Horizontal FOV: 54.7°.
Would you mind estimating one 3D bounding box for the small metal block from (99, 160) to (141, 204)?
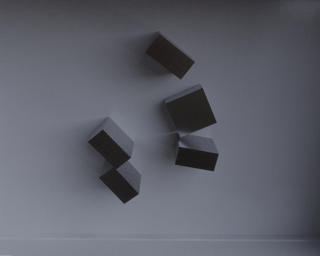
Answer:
[{"bbox_3d":[-0.053,0.066,0.422,0.025,0.050,0.050,-36,106,12],"label":"small metal block"}]

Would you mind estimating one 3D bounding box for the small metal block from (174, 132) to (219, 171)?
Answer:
[{"bbox_3d":[0.046,0.030,0.409,0.050,0.050,0.025,10,110,-4],"label":"small metal block"}]

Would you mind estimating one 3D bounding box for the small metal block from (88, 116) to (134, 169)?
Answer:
[{"bbox_3d":[-0.062,0.018,0.404,0.025,0.050,0.050,-39,106,13],"label":"small metal block"}]

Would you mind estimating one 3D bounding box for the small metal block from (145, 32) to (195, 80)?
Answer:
[{"bbox_3d":[0.011,-0.087,0.366,0.050,0.050,0.025,36,106,-12],"label":"small metal block"}]

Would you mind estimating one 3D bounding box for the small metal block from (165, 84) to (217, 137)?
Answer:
[{"bbox_3d":[0.040,-0.023,0.403,0.050,0.025,0.050,-23,109,8],"label":"small metal block"}]
